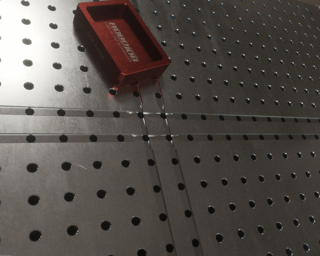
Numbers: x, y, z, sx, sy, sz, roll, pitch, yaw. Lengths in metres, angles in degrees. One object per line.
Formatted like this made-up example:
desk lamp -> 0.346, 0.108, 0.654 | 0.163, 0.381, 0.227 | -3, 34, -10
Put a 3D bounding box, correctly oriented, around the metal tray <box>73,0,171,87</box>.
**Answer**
metal tray -> -0.055, -0.128, 0.454 | 0.091, 0.030, 0.130 | -23, 74, -37
